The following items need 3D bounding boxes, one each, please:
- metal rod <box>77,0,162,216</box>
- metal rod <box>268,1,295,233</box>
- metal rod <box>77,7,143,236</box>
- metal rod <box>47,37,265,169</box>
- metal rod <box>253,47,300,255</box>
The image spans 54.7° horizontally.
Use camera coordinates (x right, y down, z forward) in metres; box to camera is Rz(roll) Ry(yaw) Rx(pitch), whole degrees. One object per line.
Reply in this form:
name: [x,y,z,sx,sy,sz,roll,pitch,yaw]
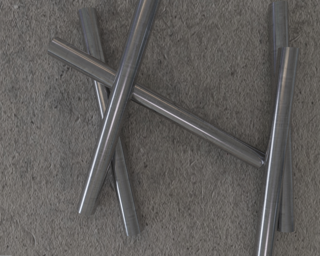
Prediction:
metal rod: [-0.050,-0.026,0.368,0.025,0.025,0.298,19,106,0]
metal rod: [0.161,-0.015,0.410,0.025,0.025,0.298,-2,90,0]
metal rod: [-0.065,-0.008,0.409,0.025,0.025,0.298,-12,90,0]
metal rod: [0.002,-0.028,0.393,0.301,0.025,0.025,29,90,-7]
metal rod: [0.144,0.052,0.392,0.025,0.025,0.298,4,97,0]
